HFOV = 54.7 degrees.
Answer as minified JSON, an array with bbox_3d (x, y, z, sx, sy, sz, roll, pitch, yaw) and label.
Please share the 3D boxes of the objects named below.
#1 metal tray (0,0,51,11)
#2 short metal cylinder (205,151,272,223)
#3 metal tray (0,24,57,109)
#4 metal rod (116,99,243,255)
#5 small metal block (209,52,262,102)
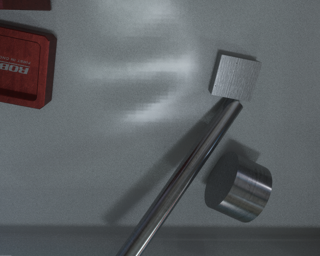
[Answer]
[{"bbox_3d":[-0.173,-0.133,0.304,0.091,0.130,0.030,2,110,-1],"label":"metal tray"},{"bbox_3d":[0.102,0.078,0.412,0.050,0.080,0.080,26,108,-10],"label":"short metal cylinder"},{"bbox_3d":[-0.199,-0.080,0.376,0.131,0.030,0.089,11,110,-5],"label":"metal tray"},{"bbox_3d":[0.010,0.088,0.382,0.025,0.025,0.300,38,82,-13],"label":"metal rod"},{"bbox_3d":[0.093,-0.064,0.389,0.050,0.025,0.050,10,110,-4],"label":"small metal block"}]
